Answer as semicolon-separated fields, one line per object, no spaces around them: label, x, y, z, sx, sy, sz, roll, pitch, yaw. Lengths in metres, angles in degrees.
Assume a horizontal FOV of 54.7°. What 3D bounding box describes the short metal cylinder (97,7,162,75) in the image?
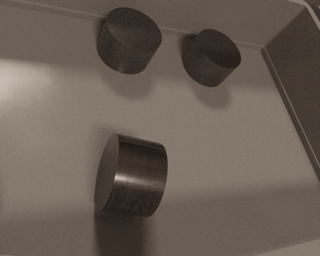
short metal cylinder;-0.044;-0.124;0.443;0.081;0.050;0.080;14;56;-21

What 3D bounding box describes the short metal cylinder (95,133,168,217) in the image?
short metal cylinder;-0.032;0.050;0.324;0.050;0.080;0.080;14;56;-21

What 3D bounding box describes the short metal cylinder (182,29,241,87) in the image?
short metal cylinder;0.084;-0.114;0.507;0.081;0.050;0.080;14;56;-21
